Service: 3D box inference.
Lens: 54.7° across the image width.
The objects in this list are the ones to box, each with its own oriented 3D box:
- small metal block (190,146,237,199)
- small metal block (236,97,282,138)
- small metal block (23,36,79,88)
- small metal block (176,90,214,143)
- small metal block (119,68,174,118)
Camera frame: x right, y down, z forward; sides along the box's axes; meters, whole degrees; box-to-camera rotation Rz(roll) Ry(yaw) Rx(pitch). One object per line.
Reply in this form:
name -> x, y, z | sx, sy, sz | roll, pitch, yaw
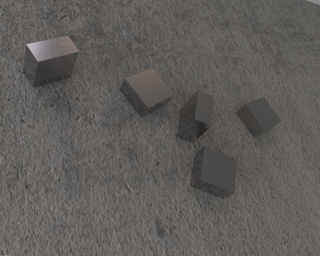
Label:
small metal block -> 0.071, 0.058, 0.406 | 0.050, 0.025, 0.050 | 24, 53, -14
small metal block -> 0.160, -0.018, 0.500 | 0.050, 0.025, 0.050 | -21, 73, -36
small metal block -> -0.129, -0.078, 0.365 | 0.050, 0.050, 0.025 | -27, 77, -37
small metal block -> 0.048, -0.015, 0.423 | 0.025, 0.050, 0.050 | 22, 54, -15
small metal block -> -0.018, -0.049, 0.424 | 0.050, 0.025, 0.050 | -31, 79, -38
